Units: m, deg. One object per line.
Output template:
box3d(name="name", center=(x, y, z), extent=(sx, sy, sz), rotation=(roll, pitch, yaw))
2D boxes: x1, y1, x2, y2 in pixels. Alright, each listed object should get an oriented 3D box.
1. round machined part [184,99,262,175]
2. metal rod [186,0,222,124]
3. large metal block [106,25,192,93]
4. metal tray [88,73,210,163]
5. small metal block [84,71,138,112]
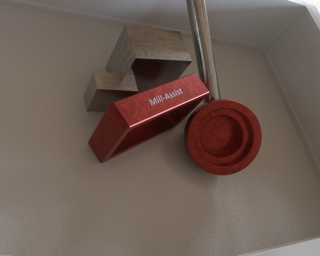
box3d(name="round machined part", center=(0.080, 0.010, 0.412), extent=(0.099, 0.042, 0.097), rotation=(-1, 97, -6))
box3d(name="metal rod", center=(0.056, -0.132, 0.425), extent=(0.025, 0.025, 0.298), rotation=(-17, 101, -35))
box3d(name="large metal block", center=(-0.018, -0.086, 0.415), extent=(0.081, 0.080, 0.050), rotation=(-4, 64, -31))
box3d(name="metal tray", center=(-0.012, -0.013, 0.366), extent=(0.131, 0.090, 0.030), rotation=(-26, 76, -37))
box3d(name="small metal block", center=(-0.062, -0.043, 0.384), extent=(0.050, 0.050, 0.025), rotation=(0, 62, -29))
